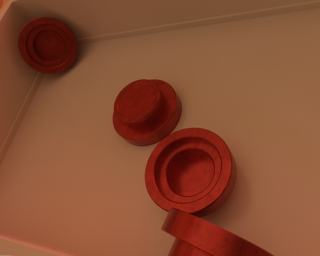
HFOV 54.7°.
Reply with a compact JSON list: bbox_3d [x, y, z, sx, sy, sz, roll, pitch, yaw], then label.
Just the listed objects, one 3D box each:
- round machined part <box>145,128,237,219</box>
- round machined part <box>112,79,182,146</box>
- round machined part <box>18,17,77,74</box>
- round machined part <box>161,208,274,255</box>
[{"bbox_3d":[0.036,0.052,0.344,0.098,0.042,0.098,-13,56,21],"label":"round machined part"},{"bbox_3d":[-0.023,-0.028,0.424,0.098,0.042,0.098,-13,56,21],"label":"round machined part"},{"bbox_3d":[-0.202,-0.151,0.567,0.098,0.098,0.042,-39,22,2],"label":"round machined part"},{"bbox_3d":[0.045,0.110,0.268,0.098,0.098,0.042,16,71,34],"label":"round machined part"}]
